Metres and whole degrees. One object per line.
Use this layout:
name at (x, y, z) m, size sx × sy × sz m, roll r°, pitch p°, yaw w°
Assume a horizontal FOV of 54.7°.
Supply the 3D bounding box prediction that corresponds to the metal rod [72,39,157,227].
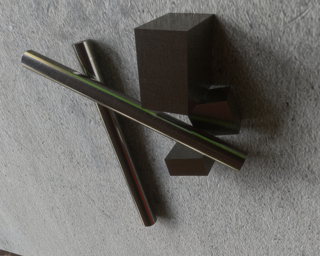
metal rod at (-0.058, 0.022, 0.449) m, size 0.025 × 0.025 × 0.298 m, roll -3°, pitch 117°, yaw 29°

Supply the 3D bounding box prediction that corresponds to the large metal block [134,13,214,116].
large metal block at (0.019, -0.069, 0.318) m, size 0.050 × 0.080 × 0.079 m, roll 10°, pitch 122°, yaw 23°

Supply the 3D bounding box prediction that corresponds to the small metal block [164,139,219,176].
small metal block at (0.041, 0.035, 0.390) m, size 0.050 × 0.050 × 0.025 m, roll -5°, pitch 116°, yaw 30°

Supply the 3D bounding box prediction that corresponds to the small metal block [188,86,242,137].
small metal block at (0.061, -0.017, 0.355) m, size 0.050 × 0.025 × 0.050 m, roll -5°, pitch 133°, yaw 30°

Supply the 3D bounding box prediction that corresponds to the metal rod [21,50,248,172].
metal rod at (-0.040, -0.026, 0.375) m, size 0.301 × 0.025 × 0.025 m, roll 26°, pitch 127°, yaw 12°
